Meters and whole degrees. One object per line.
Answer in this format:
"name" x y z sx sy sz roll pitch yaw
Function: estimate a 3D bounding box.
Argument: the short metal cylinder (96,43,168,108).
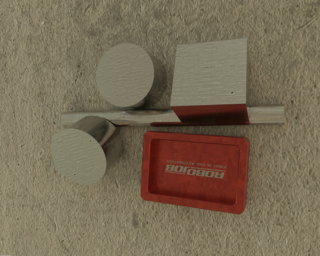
"short metal cylinder" -0.036 -0.066 0.410 0.080 0.050 0.080 0 89 20

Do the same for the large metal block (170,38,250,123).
"large metal block" 0.062 -0.053 0.362 0.080 0.050 0.080 -1 69 20

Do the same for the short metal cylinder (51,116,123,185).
"short metal cylinder" -0.097 0.029 0.418 0.080 0.050 0.079 7 113 16

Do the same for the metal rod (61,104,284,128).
"metal rod" 0.003 -0.014 0.410 0.301 0.025 0.025 -1 90 19

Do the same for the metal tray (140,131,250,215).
"metal tray" 0.043 0.052 0.391 0.130 0.030 0.089 4 91 19
